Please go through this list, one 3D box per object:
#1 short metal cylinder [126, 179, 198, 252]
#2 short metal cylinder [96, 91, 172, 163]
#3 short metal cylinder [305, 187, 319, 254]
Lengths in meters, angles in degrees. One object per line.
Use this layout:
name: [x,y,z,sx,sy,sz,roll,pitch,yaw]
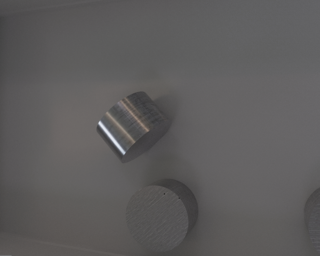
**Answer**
short metal cylinder: [0.004,0.109,0.396,0.080,0.050,0.080,0,90,20]
short metal cylinder: [-0.032,0.000,0.393,0.080,0.080,0.050,-44,76,15]
short metal cylinder: [0.199,0.101,0.327,0.080,0.050,0.080,0,90,20]
